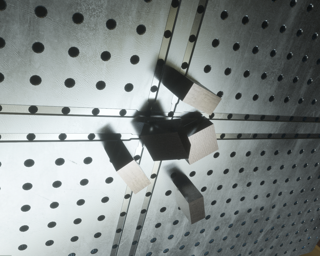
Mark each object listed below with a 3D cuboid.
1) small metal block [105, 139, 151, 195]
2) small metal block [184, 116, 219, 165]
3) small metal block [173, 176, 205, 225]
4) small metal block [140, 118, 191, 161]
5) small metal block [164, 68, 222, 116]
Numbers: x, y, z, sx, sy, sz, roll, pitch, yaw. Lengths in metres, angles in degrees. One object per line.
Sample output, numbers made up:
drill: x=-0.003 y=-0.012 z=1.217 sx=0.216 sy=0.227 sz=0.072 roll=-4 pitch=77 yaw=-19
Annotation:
small metal block: x=-0.042 y=0.050 z=0.402 sx=0.025 sy=0.050 sz=0.050 roll=-34 pitch=129 yaw=-6
small metal block: x=0.054 y=0.018 z=0.451 sx=0.050 sy=0.025 sz=0.050 roll=-27 pitch=128 yaw=-11
small metal block: x=0.046 y=0.114 z=0.490 sx=0.025 sy=0.050 sz=0.050 roll=-21 pitch=127 yaw=-16
small metal block: x=0.009 y=0.017 z=0.409 sx=0.050 sy=0.025 sz=0.050 roll=-7 pitch=132 yaw=21
small metal block: x=0.041 y=-0.045 z=0.388 sx=0.050 sy=0.050 sz=0.025 roll=22 pitch=107 yaw=-36
